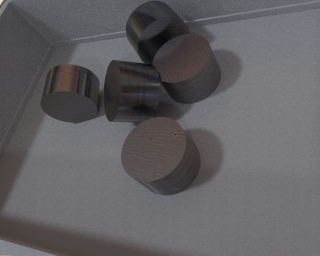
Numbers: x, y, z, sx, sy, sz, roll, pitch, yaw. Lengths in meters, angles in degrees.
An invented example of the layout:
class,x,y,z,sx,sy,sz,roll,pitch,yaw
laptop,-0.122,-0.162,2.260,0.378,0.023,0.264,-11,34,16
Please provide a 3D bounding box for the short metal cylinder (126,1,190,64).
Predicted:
class,x,y,z,sx,sy,sz,roll,pitch,yaw
short metal cylinder,-0.004,-0.137,0.455,0.080,0.080,0.050,-35,52,5

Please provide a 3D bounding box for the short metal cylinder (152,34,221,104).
class,x,y,z,sx,sy,sz,roll,pitch,yaw
short metal cylinder,0.037,-0.079,0.418,0.080,0.050,0.080,-13,56,20

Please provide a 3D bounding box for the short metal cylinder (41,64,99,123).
class,x,y,z,sx,sy,sz,roll,pitch,yaw
short metal cylinder,-0.134,-0.050,0.470,0.080,0.080,0.050,-14,56,20

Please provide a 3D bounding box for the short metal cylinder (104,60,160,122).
class,x,y,z,sx,sy,sz,roll,pitch,yaw
short metal cylinder,-0.040,-0.047,0.411,0.080,0.050,0.079,-178,90,-65

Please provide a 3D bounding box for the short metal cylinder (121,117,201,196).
class,x,y,z,sx,sy,sz,roll,pitch,yaw
short metal cylinder,0.002,0.034,0.367,0.080,0.050,0.080,-13,56,20
